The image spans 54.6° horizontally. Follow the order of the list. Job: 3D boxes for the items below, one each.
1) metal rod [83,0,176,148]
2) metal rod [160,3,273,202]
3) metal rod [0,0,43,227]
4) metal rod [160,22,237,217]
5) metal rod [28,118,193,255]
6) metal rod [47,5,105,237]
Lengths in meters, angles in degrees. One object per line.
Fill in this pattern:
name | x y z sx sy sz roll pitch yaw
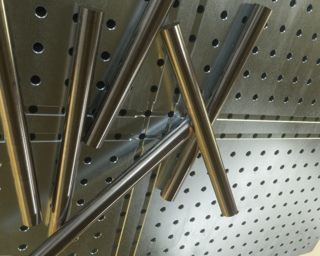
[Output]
metal rod | -0.013 -0.108 0.336 0.025 0.025 0.299 18 109 -35
metal rod | 0.070 -0.022 0.435 0.025 0.025 0.298 12 112 -33
metal rod | -0.151 -0.013 0.319 0.025 0.025 0.298 -10 123 -23
metal rod | 0.060 0.008 0.417 0.025 0.025 0.299 -28 119 -11
metal rod | -0.070 0.093 0.406 0.301 0.025 0.025 -41 130 -9
metal rod | -0.103 0.014 0.362 0.025 0.025 0.298 2 118 -29
